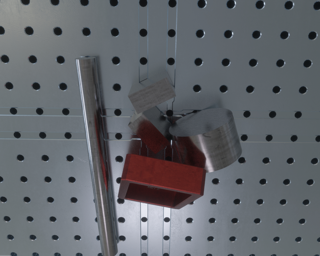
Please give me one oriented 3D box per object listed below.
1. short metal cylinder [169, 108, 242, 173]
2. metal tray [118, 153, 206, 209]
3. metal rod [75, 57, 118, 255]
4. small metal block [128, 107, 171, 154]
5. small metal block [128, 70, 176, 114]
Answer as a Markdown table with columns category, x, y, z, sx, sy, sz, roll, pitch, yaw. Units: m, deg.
| category | x | y | z | sx | sy | sz | roll | pitch | yaw |
| --- | --- | --- | --- | --- | --- | --- | --- | --- | --- |
| short metal cylinder | 0.057 | 0.014 | 0.390 | 0.080 | 0.080 | 0.050 | -17 | 109 | 6 |
| metal tray | -0.004 | 0.072 | 0.391 | 0.091 | 0.129 | 0.030 | 12 | 67 | -5 |
| metal rod | -0.085 | 0.054 | 0.432 | 0.025 | 0.025 | 0.298 | -3 | 110 | 1 |
| small metal block | -0.010 | -0.003 | 0.397 | 0.025 | 0.050 | 0.050 | -37 | 106 | 21 |
| small metal block | -0.009 | -0.046 | 0.383 | 0.050 | 0.050 | 0.025 | -25 | 108 | 9 |
